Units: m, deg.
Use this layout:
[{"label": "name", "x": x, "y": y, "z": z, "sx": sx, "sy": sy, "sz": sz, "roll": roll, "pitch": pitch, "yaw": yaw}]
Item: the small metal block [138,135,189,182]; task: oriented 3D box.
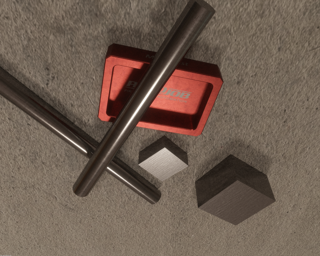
[{"label": "small metal block", "x": 0.005, "y": 0.045, "z": 0.445, "sx": 0.050, "sy": 0.025, "sz": 0.050, "roll": -35, "pitch": 122, "yaw": 25}]

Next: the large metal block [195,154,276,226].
[{"label": "large metal block", "x": 0.113, "y": 0.097, "z": 0.475, "sx": 0.080, "sy": 0.050, "sz": 0.080, "roll": 30, "pitch": 124, "yaw": -23}]

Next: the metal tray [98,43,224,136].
[{"label": "metal tray", "x": -0.002, "y": -0.041, "z": 0.368, "sx": 0.131, "sy": 0.030, "sz": 0.089, "roll": 10, "pitch": 130, "yaw": -9}]

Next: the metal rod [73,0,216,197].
[{"label": "metal rod", "x": -0.037, "y": -0.011, "z": 0.356, "sx": 0.025, "sy": 0.025, "sz": 0.298, "roll": 24, "pitch": 126, "yaw": -19}]

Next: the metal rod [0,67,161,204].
[{"label": "metal rod", "x": -0.102, "y": 0.024, "z": 0.426, "sx": 0.025, "sy": 0.025, "sz": 0.300, "roll": -32, "pitch": 124, "yaw": 24}]
